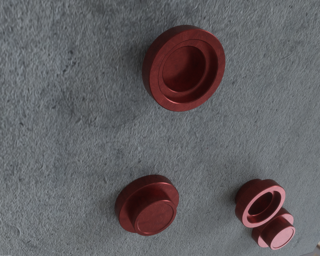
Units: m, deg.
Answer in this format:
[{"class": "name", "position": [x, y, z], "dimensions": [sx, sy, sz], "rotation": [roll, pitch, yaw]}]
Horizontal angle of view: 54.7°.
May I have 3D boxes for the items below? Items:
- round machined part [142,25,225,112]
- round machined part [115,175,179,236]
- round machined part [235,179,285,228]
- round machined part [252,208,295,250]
[{"class": "round machined part", "position": [0.024, -0.072, 0.364], "dimensions": [0.099, 0.042, 0.097], "rotation": [-14, 124, -21]}, {"class": "round machined part", "position": [-0.014, 0.122, 0.463], "dimensions": [0.099, 0.042, 0.097], "rotation": [-14, 124, -21]}, {"class": "round machined part", "position": [0.180, 0.134, 0.577], "dimensions": [0.099, 0.042, 0.097], "rotation": [-14, 124, -21]}, {"class": "round machined part", "position": [0.252, 0.224, 0.672], "dimensions": [0.099, 0.042, 0.097], "rotation": [-14, 124, -21]}]
